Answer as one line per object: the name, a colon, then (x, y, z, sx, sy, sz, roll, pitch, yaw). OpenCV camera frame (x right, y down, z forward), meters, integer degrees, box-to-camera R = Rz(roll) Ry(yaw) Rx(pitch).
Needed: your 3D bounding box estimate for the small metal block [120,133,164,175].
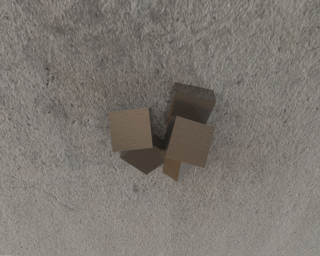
small metal block: (-0.020, 0.033, 0.437, 0.050, 0.025, 0.050, -37, 121, 27)

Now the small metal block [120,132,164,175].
small metal block: (-0.019, 0.033, 0.437, 0.050, 0.025, 0.050, -37, 122, 27)

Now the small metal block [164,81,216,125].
small metal block: (0.036, -0.026, 0.388, 0.050, 0.025, 0.050, 11, 129, -10)

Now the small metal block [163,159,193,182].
small metal block: (0.031, 0.036, 0.421, 0.025, 0.050, 0.050, 30, 135, 25)

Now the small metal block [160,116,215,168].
small metal block: (0.033, 0.017, 0.373, 0.050, 0.025, 0.050, 17, 85, -14)

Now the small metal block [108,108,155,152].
small metal block: (-0.035, 0.002, 0.393, 0.050, 0.025, 0.050, -6, 92, 4)
